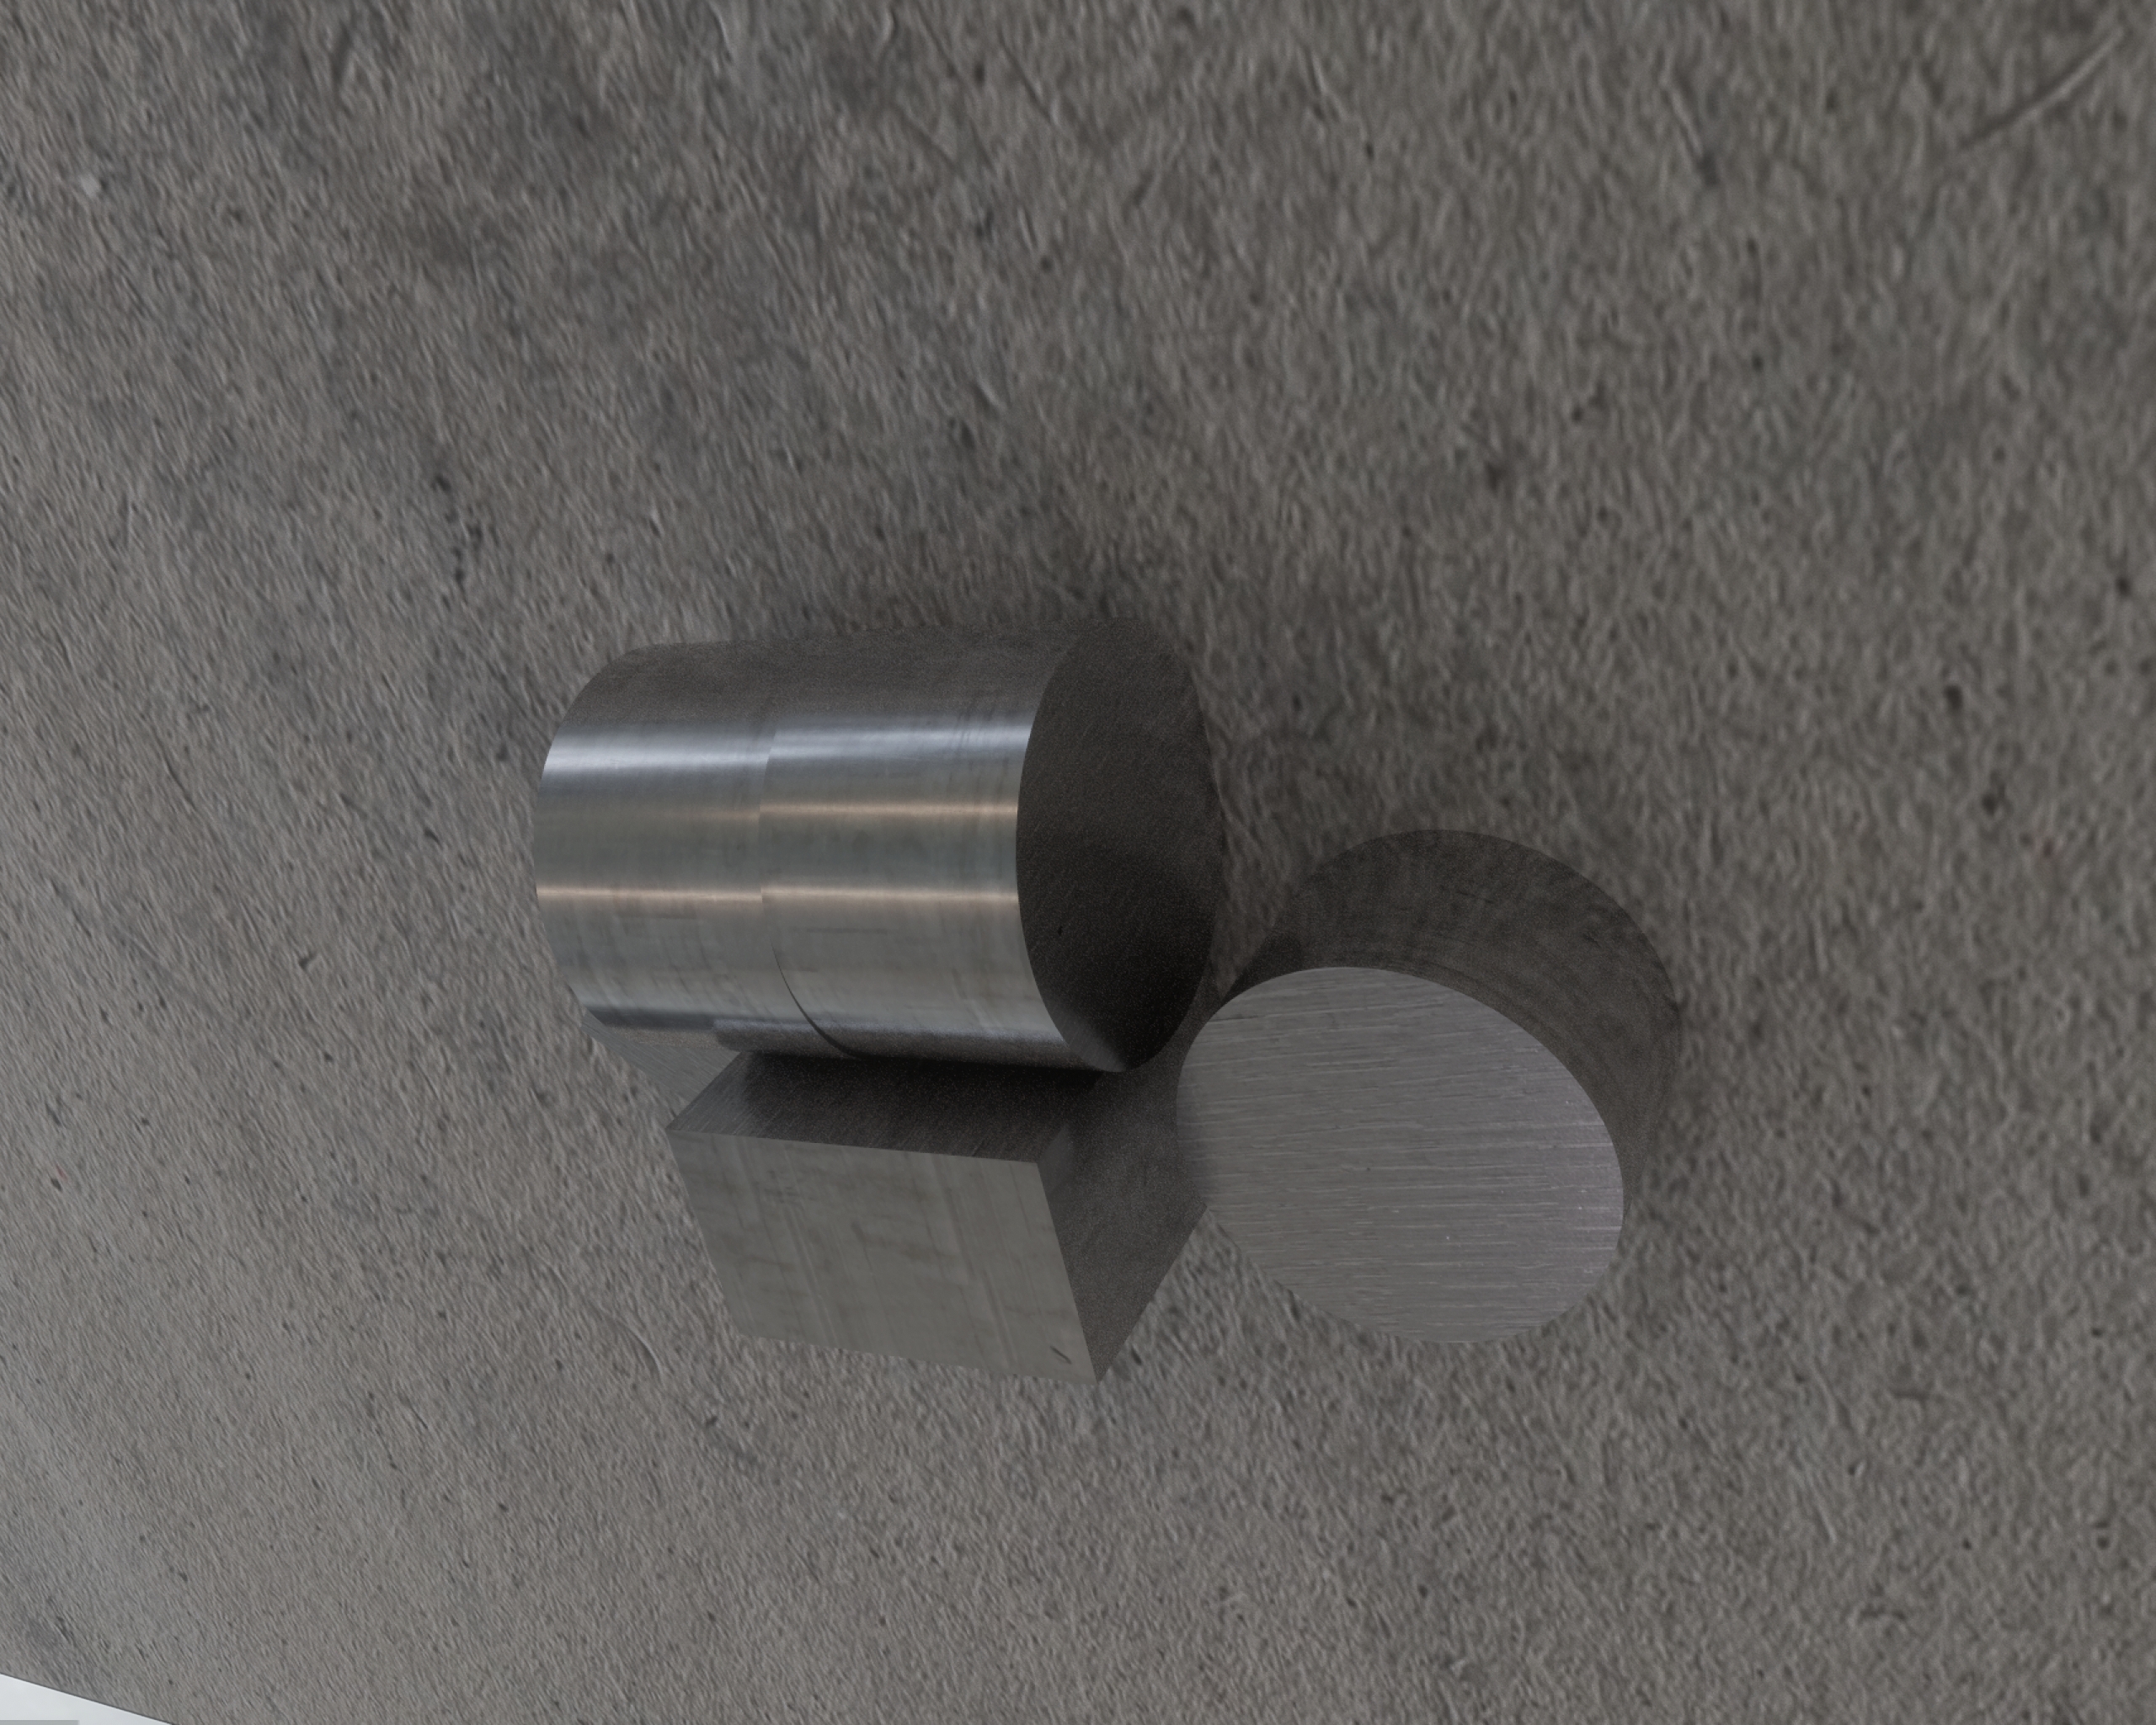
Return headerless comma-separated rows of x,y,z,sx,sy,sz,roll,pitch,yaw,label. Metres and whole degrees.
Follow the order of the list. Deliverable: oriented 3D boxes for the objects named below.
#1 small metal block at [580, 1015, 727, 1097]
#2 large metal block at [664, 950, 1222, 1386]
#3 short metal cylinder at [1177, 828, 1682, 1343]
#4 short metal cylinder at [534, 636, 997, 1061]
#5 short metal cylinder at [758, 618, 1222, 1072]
-0.078,0.028,0.468,0.050,0.025,0.050,33,129,6,small metal block
-0.021,0.054,0.418,0.080,0.080,0.050,1,119,28,large metal block
0.065,0.040,0.382,0.080,0.050,0.079,13,124,21,short metal cylinder
-0.058,-0.003,0.402,0.050,0.080,0.080,1,119,28,short metal cylinder
-0.013,-0.003,0.378,0.050,0.080,0.080,1,119,28,short metal cylinder
